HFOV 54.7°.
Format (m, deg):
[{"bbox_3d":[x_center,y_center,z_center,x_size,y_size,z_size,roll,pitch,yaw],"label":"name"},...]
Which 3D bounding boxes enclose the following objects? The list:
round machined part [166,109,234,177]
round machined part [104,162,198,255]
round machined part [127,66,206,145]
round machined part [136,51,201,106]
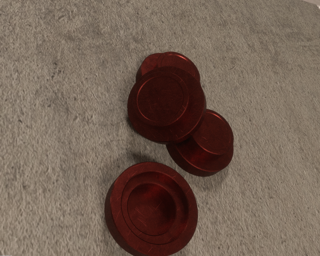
[{"bbox_3d":[0.060,0.013,0.419,0.099,0.042,0.098,14,56,-21],"label":"round machined part"},{"bbox_3d":[-0.012,0.089,0.333,0.099,0.042,0.098,14,56,-21],"label":"round machined part"},{"bbox_3d":[0.005,-0.031,0.381,0.098,0.042,0.098,-3,78,15],"label":"round machined part"},{"bbox_3d":[0.019,-0.071,0.448,0.099,0.042,0.098,14,56,-21],"label":"round machined part"}]
